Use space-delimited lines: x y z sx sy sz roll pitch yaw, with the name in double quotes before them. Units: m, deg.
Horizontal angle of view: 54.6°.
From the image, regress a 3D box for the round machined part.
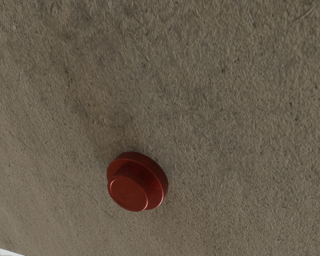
"round machined part" -0.040 0.088 0.472 0.098 0.042 0.097 13 124 21
